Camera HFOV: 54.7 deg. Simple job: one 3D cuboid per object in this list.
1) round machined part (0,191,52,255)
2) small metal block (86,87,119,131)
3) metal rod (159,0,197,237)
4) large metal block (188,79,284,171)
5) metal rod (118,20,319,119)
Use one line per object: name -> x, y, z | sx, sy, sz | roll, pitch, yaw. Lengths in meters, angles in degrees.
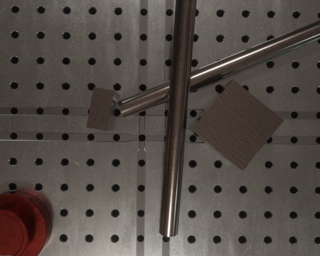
round machined part -> -0.197, 0.135, 0.402 | 0.099, 0.042, 0.097 | 0, 90, -1
small metal block -> -0.072, -0.023, 0.400 | 0.025, 0.050, 0.050 | 10, 90, 0
metal rod -> 0.022, -0.008, 0.393 | 0.025, 0.025, 0.298 | 4, 98, -1
large metal block -> 0.095, -0.004, 0.402 | 0.080, 0.050, 0.080 | 39, 90, -1
metal rod -> 0.088, -0.081, 0.414 | 0.301, 0.025, 0.025 | -22, 90, -1
